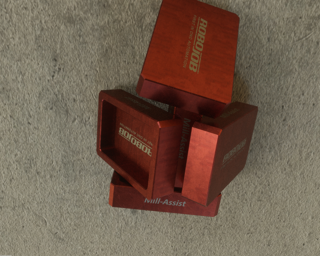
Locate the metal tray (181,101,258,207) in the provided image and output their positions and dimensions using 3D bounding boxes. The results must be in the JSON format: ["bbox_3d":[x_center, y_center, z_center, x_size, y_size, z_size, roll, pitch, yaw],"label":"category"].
[{"bbox_3d":[0.075,0.024,0.368,0.030,0.131,0.089,18,113,29],"label":"metal tray"}]

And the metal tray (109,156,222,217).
[{"bbox_3d":[0.006,0.070,0.402,0.131,0.090,0.030,7,110,-3],"label":"metal tray"}]

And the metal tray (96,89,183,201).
[{"bbox_3d":[-0.031,0.013,0.364,0.030,0.130,0.089,-9,115,-36],"label":"metal tray"}]

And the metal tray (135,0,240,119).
[{"bbox_3d":[0.034,-0.082,0.332,0.091,0.130,0.030,17,150,-7],"label":"metal tray"}]

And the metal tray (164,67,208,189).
[{"bbox_3d":[0.026,-0.004,0.375,0.030,0.090,0.129,7,110,-3],"label":"metal tray"}]
